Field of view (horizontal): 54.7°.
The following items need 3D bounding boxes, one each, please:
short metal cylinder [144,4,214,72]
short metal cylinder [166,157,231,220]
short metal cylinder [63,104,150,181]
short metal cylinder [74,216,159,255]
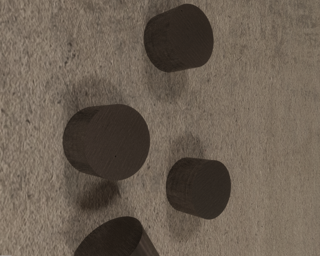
[{"bbox_3d":[0.026,-0.117,0.412,0.081,0.050,0.079,0,90,-40],"label":"short metal cylinder"},{"bbox_3d":[0.055,0.083,0.437,0.081,0.050,0.079,0,90,-40],"label":"short metal cylinder"},{"bbox_3d":[-0.058,0.015,0.341,0.081,0.050,0.079,0,90,-40],"label":"short metal cylinder"},{"bbox_3d":[-0.045,0.143,0.333,0.080,0.080,0.050,-39,114,-33],"label":"short metal cylinder"}]
